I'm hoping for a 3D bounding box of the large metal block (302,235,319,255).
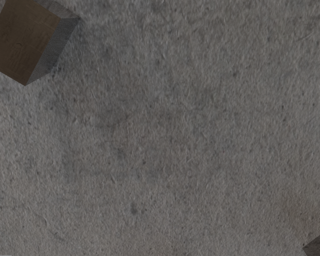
[{"bbox_3d":[0.286,0.200,0.474,0.080,0.050,0.080,41,105,-14],"label":"large metal block"}]

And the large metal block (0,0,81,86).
[{"bbox_3d":[-0.138,-0.101,0.341,0.050,0.080,0.080,32,107,-11],"label":"large metal block"}]
